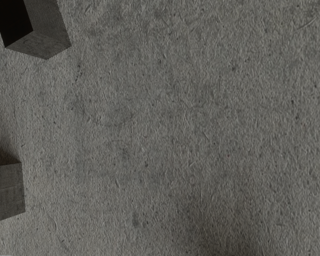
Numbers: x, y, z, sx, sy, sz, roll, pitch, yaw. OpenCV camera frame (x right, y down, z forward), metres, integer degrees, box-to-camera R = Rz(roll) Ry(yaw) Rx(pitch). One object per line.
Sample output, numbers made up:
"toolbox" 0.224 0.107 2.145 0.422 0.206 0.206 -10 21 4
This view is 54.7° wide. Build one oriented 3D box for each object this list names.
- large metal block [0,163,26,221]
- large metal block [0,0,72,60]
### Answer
"large metal block" -0.266 0.100 0.490 0.080 0.050 0.080 -6 88 20
"large metal block" -0.183 -0.152 0.444 0.050 0.080 0.080 -22 83 19
